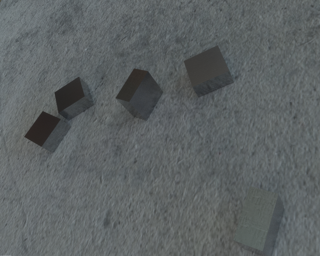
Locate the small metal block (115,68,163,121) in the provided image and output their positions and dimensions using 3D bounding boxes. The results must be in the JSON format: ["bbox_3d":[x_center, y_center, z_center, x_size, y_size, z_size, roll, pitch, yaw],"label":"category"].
[{"bbox_3d":[-0.027,-0.046,0.429,0.025,0.050,0.050,18,71,35],"label":"small metal block"}]

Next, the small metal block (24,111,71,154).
[{"bbox_3d":[-0.178,0.006,0.491,0.050,0.025,0.050,20,72,35],"label":"small metal block"}]

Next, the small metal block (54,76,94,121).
[{"bbox_3d":[-0.140,-0.048,0.505,0.050,0.025,0.050,-31,52,8],"label":"small metal block"}]

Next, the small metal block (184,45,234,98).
[{"bbox_3d":[0.065,-0.076,0.416,0.050,0.025,0.050,-23,53,14],"label":"small metal block"}]

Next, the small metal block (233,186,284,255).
[{"bbox_3d":[0.093,0.088,0.285,0.025,0.050,0.050,11,67,32],"label":"small metal block"}]
